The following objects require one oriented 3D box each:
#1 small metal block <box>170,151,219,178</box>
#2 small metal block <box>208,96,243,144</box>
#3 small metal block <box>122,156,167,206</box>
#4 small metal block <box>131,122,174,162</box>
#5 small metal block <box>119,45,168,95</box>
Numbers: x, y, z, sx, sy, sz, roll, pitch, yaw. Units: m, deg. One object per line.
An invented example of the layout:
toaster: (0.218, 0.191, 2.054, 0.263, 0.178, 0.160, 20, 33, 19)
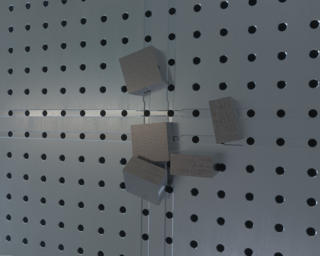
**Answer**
small metal block: (0.045, 0.044, 0.384, 0.050, 0.050, 0.025, 2, 91, 20)
small metal block: (0.080, -0.009, 0.371, 0.025, 0.050, 0.050, -11, 86, 20)
small metal block: (-0.018, 0.070, 0.405, 0.050, 0.025, 0.050, 20, 140, 19)
small metal block: (-0.010, 0.019, 0.416, 0.050, 0.025, 0.050, -5, 88, 20)
small metal block: (-0.022, -0.077, 0.421, 0.050, 0.025, 0.050, -18, 84, 19)
